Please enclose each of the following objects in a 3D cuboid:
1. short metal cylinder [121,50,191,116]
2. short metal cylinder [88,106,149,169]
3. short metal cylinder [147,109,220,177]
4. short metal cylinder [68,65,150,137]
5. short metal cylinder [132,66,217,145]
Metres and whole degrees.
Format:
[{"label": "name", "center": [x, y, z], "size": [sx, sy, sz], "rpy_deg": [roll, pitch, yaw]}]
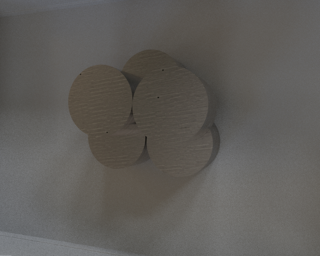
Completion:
[{"label": "short metal cylinder", "center": [-0.005, -0.055, 0.397], "size": [0.080, 0.050, 0.080], "rpy_deg": [0, 90, 20]}, {"label": "short metal cylinder", "center": [-0.047, 0.011, 0.412], "size": [0.080, 0.050, 0.080], "rpy_deg": [0, 90, 20]}, {"label": "short metal cylinder", "center": [0.030, 0.017, 0.385], "size": [0.080, 0.050, 0.080], "rpy_deg": [0, 90, 20]}, {"label": "short metal cylinder", "center": [-0.058, -0.030, 0.363], "size": [0.080, 0.050, 0.080], "rpy_deg": [0, 90, 20]}, {"label": "short metal cylinder", "center": [0.017, -0.023, 0.335], "size": [0.080, 0.050, 0.080], "rpy_deg": [0, 90, 20]}]
